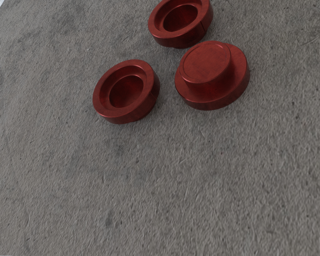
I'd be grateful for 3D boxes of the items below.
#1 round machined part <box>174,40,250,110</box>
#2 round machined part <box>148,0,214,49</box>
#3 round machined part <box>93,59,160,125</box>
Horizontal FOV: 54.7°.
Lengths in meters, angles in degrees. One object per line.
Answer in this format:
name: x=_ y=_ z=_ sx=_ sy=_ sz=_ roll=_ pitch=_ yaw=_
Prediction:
round machined part: x=0.064 y=-0.075 z=0.405 sx=0.098 sy=0.042 sz=0.098 roll=-13 pitch=56 yaw=21
round machined part: x=0.035 y=-0.160 z=0.473 sx=0.098 sy=0.042 sz=0.098 roll=-13 pitch=56 yaw=21
round machined part: x=-0.044 y=-0.047 z=0.445 sx=0.098 sy=0.042 sz=0.098 roll=-13 pitch=56 yaw=21
